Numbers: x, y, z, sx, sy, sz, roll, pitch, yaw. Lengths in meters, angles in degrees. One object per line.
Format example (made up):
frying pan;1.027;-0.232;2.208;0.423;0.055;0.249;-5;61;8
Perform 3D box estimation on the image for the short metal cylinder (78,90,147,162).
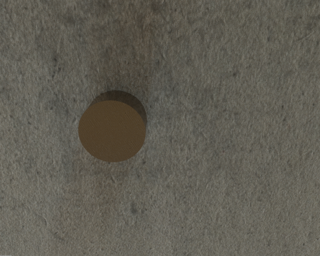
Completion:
short metal cylinder;-0.058;-0.003;0.394;0.081;0.050;0.079;0;110;-1
